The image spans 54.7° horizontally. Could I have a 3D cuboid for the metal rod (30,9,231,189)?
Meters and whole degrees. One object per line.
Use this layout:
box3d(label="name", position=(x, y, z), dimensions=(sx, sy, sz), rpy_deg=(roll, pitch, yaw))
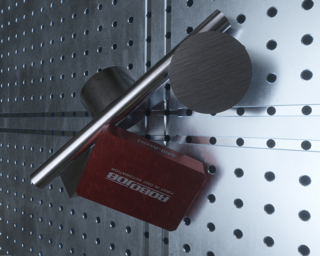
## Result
box3d(label="metal rod", position=(-0.042, -0.028, 0.372), dimensions=(0.300, 0.025, 0.025), rpy_deg=(-40, 64, 9))

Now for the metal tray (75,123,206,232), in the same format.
box3d(label="metal tray", position=(-0.023, 0.061, 0.371), dimensions=(0.131, 0.030, 0.089), rpy_deg=(24, 110, -7))

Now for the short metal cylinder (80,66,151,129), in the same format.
box3d(label="short metal cylinder", position=(-0.060, -0.037, 0.420), dimensions=(0.080, 0.081, 0.050), rpy_deg=(-51, 61, 28))

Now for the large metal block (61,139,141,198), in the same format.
box3d(label="large metal block", position=(-0.085, 0.051, 0.440), dimensions=(0.080, 0.081, 0.050), rpy_deg=(-47, 62, 29))

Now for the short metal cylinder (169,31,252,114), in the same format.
box3d(label="short metal cylinder", position=(0.050, -0.058, 0.325), dimensions=(0.080, 0.050, 0.079), rpy_deg=(0, 102, 2))
